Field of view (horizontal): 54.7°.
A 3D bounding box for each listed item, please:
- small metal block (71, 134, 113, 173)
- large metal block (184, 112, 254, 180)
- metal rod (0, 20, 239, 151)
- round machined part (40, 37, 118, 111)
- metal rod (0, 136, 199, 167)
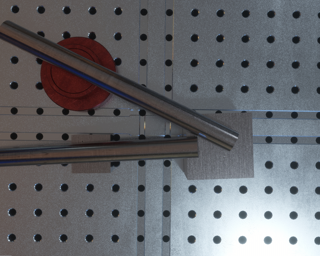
[{"bbox_3d":[-0.089,0.034,0.413,0.050,0.025,0.050,0,90,-1],"label":"small metal block"},{"bbox_3d":[0.072,0.022,0.399,0.081,0.050,0.079,-2,90,-1],"label":"large metal block"},{"bbox_3d":[-0.049,-0.050,0.364,0.301,0.025,0.025,26,90,2],"label":"metal rod"},{"bbox_3d":[-0.107,-0.071,0.403,0.099,0.042,0.097,0,90,-1],"label":"round machined part"},{"bbox_3d":[-0.104,0.032,0.385,0.301,0.025,0.025,-4,90,10],"label":"metal rod"}]
